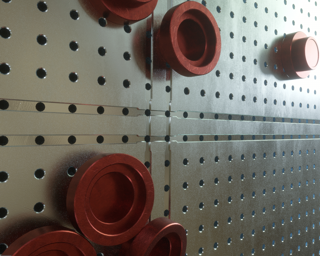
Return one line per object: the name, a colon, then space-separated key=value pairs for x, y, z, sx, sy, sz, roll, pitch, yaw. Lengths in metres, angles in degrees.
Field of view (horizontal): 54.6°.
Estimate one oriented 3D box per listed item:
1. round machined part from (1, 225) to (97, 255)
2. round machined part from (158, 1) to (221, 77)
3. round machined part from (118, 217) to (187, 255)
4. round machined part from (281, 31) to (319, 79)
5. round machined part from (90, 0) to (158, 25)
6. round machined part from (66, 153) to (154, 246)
round machined part: x=-0.114 y=0.145 z=0.303 sx=0.099 sy=0.042 sz=0.097 roll=0 pitch=90 yaw=-40
round machined part: x=0.037 y=-0.119 z=0.427 sx=0.099 sy=0.042 sz=0.097 roll=0 pitch=90 yaw=-40
round machined part: x=-0.013 y=0.155 z=0.376 sx=0.099 sy=0.042 sz=0.097 roll=-22 pitch=118 yaw=-47
round machined part: x=0.297 y=-0.152 z=0.644 sx=0.099 sy=0.042 sz=0.097 roll=0 pitch=90 yaw=-40
round machined part: x=-0.038 y=-0.176 z=0.365 sx=0.099 sy=0.042 sz=0.097 roll=0 pitch=90 yaw=-40
round machined part: x=-0.058 y=0.076 z=0.347 sx=0.099 sy=0.042 sz=0.098 roll=2 pitch=87 yaw=-39
